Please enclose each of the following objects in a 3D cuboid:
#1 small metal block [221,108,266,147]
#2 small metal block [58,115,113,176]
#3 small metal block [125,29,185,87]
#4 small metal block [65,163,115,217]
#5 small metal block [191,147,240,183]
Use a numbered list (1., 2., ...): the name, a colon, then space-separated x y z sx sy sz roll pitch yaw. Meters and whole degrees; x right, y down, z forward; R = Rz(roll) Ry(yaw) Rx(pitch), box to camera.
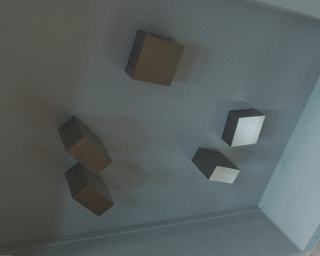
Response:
1. small metal block: 0.128 -0.001 0.478 0.050 0.025 0.050 -6 121 -26
2. small metal block: -0.086 0.020 0.357 0.025 0.050 0.050 -40 129 -1
3. small metal block: -0.006 -0.079 0.356 0.050 0.025 0.050 7 115 -32
4. small metal block: -0.089 0.076 0.391 0.025 0.050 0.050 -39 129 -2
5. small metal block: 0.085 0.057 0.474 0.050 0.050 0.025 14 111 -34
